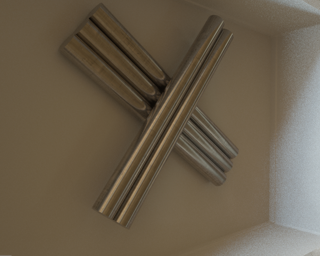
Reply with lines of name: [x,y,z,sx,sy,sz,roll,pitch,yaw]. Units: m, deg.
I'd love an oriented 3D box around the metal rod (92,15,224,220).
metal rod: [0.010,-0.030,0.380,0.025,0.025,0.300,45,63,-31]

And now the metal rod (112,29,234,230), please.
metal rod: [0.025,-0.016,0.393,0.025,0.025,0.300,45,63,-31]

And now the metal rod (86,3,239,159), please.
metal rod: [0.022,-0.045,0.423,0.300,0.025,0.025,42,65,-32]

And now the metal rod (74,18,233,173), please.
metal rod: [0.010,-0.024,0.413,0.300,0.025,0.025,42,65,-32]

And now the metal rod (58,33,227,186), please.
metal rod: [-0.002,-0.005,0.402,0.300,0.025,0.025,42,65,-32]
